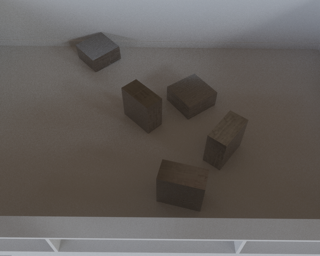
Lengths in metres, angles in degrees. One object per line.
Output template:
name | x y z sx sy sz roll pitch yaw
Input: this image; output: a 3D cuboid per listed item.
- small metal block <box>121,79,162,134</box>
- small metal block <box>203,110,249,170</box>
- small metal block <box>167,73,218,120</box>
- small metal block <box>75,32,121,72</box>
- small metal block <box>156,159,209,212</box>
small metal block | -0.024 -0.028 0.413 0.025 0.050 0.050 -36 59 -26
small metal block | 0.079 0.015 0.377 0.025 0.050 0.050 32 57 23
small metal block | 0.045 -0.046 0.444 0.050 0.025 0.050 -29 56 -22
small metal block | -0.100 -0.124 0.506 0.050 0.025 0.050 -36 61 -23
small metal block | 0.024 0.063 0.336 0.050 0.050 0.025 11 51 9
